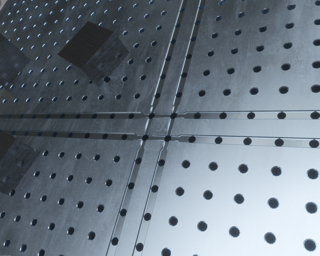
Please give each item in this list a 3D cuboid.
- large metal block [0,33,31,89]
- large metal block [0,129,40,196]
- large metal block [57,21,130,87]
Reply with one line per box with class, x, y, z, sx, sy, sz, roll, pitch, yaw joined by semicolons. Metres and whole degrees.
large metal block;-0.331;-0.140;0.635;0.050;0.080;0.080;25;75;37
large metal block;-0.256;0.050;0.498;0.080;0.050;0.080;20;72;35
large metal block;-0.114;-0.128;0.532;0.080;0.050;0.080;33;80;38
